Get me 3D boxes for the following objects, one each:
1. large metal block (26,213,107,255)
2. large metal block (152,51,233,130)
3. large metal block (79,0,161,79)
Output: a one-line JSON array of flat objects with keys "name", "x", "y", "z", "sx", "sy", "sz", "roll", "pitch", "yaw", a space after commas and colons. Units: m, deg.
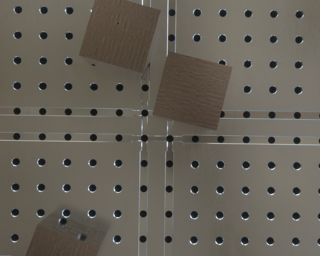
[{"name": "large metal block", "x": -0.125, "y": 0.168, "z": 0.400, "sx": 0.080, "sy": 0.050, "sz": 0.080, "roll": 20, "pitch": 90, "yaw": 0}, {"name": "large metal block", "x": 0.040, "y": -0.045, "z": 0.401, "sx": 0.080, "sy": 0.050, "sz": 0.080, "roll": 14, "pitch": 90, "yaw": 0}, {"name": "large metal block", "x": -0.049, "y": -0.116, "z": 0.401, "sx": 0.080, "sy": 0.050, "sz": 0.080, "roll": 16, "pitch": 90, "yaw": 0}]
